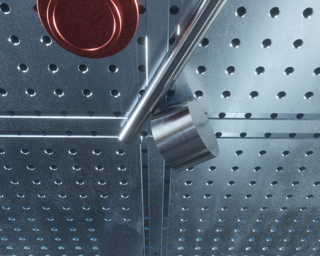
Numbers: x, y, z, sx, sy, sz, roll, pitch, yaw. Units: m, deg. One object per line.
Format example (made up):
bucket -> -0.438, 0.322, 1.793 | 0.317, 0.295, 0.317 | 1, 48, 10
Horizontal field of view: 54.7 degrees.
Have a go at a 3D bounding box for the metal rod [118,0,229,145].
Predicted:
metal rod -> 0.026, -0.087, 0.337 | 0.025, 0.025, 0.298 | 22, 127, -18

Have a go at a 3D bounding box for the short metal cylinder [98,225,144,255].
short metal cylinder -> -0.072, 0.228, 0.569 | 0.081, 0.080, 0.050 | 5, 130, -4

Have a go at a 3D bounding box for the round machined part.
round machined part -> -0.070, -0.112, 0.305 | 0.099, 0.042, 0.097 | 0, 130, 0

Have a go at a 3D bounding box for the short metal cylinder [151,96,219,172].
short metal cylinder -> 0.032, 0.008, 0.382 | 0.050, 0.080, 0.080 | -26, 126, 20
